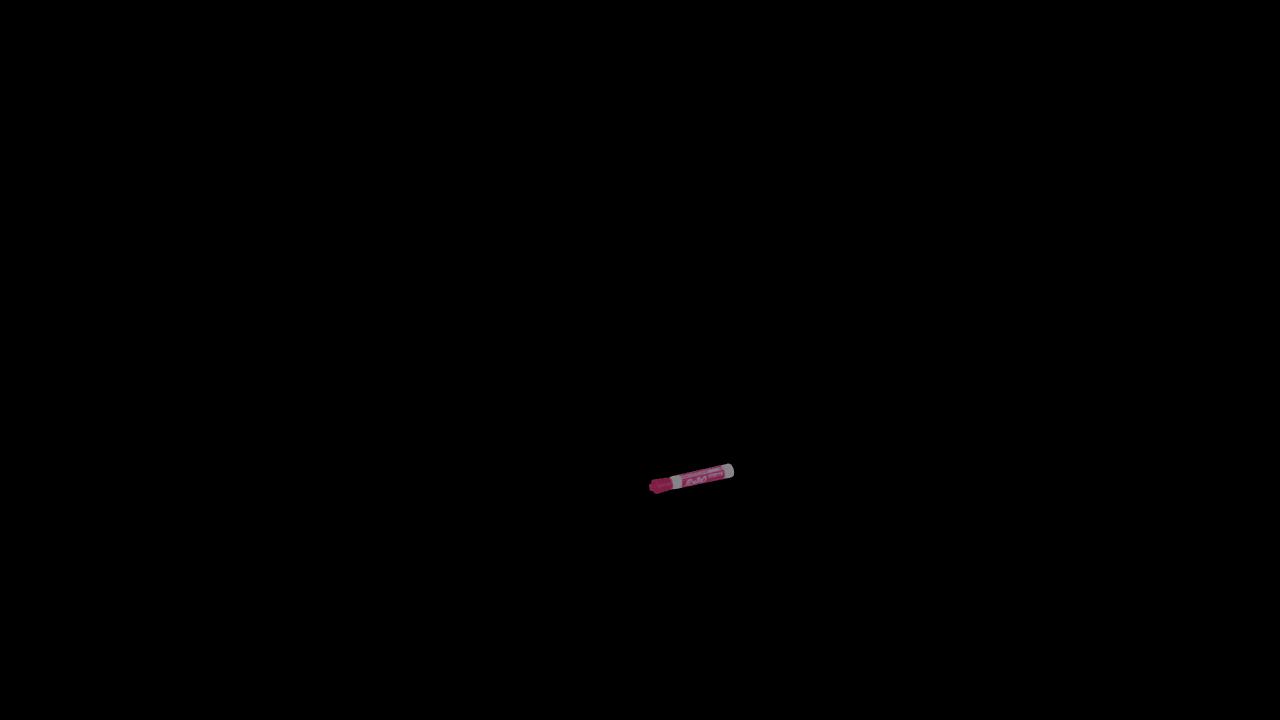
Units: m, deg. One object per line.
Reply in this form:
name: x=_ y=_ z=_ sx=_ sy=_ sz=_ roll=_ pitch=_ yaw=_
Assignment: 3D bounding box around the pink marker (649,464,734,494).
pink marker: x=0.068 y=0.155 z=0.803 sx=0.121 sy=0.020 sz=0.020 roll=-7 pitch=3 yaw=-25
